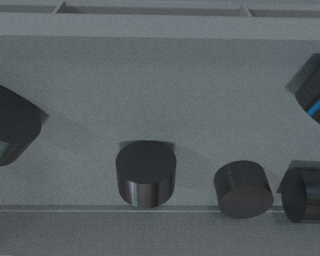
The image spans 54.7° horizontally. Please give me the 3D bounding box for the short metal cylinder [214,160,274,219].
[{"bbox_3d":[0.127,0.095,0.476,0.081,0.050,0.079,0,130,0],"label":"short metal cylinder"}]

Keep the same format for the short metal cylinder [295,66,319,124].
[{"bbox_3d":[0.203,-0.035,0.347,0.081,0.080,0.050,19,127,-16],"label":"short metal cylinder"}]

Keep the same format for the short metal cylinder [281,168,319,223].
[{"bbox_3d":[0.224,0.102,0.463,0.050,0.080,0.079,3,130,-3],"label":"short metal cylinder"}]

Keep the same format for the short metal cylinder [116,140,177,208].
[{"bbox_3d":[-0.019,0.062,0.426,0.081,0.080,0.050,1,130,-1],"label":"short metal cylinder"}]

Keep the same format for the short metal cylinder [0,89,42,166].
[{"bbox_3d":[-0.192,-0.001,0.369,0.080,0.080,0.050,35,122,-26],"label":"short metal cylinder"}]
